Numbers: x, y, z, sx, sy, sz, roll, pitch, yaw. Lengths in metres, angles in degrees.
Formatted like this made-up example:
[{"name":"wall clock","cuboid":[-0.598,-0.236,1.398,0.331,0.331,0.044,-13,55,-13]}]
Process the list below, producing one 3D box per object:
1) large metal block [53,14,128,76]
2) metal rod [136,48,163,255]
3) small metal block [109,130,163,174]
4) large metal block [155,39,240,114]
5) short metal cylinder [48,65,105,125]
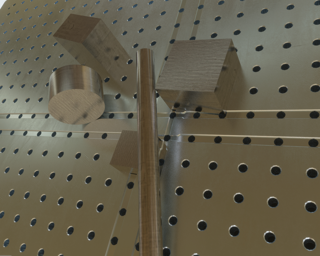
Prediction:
[{"name":"large metal block","cuboid":[-0.116,-0.140,0.519,0.080,0.080,0.050,23,74,36]},{"name":"metal rod","cuboid":[-0.014,0.036,0.365,0.025,0.025,0.299,-12,65,21]},{"name":"small metal block","cuboid":[-0.031,0.032,0.405,0.050,0.025,0.050,4,64,30]},{"name":"large metal block","cuboid":[0.051,-0.068,0.407,0.080,0.050,0.080,8,65,31]},{"name":"short metal cylinder","cuboid":[-0.126,-0.049,0.470,0.080,0.080,0.050,-23,53,14]}]
